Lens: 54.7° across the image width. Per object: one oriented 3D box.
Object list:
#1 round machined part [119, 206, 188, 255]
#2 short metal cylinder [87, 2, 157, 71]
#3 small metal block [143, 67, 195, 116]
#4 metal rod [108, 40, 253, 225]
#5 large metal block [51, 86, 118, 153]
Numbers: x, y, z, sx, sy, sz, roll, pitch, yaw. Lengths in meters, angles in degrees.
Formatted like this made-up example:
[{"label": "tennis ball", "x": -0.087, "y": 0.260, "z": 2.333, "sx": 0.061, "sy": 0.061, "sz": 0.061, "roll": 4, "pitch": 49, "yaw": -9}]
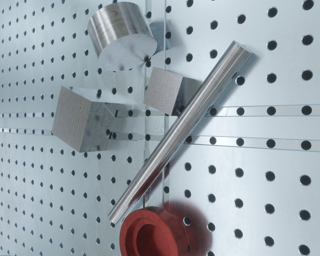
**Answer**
[{"label": "round machined part", "x": -0.003, "y": 0.150, "z": 0.399, "sx": 0.098, "sy": 0.042, "sz": 0.097, "roll": 0, "pitch": 90, "yaw": 39}, {"label": "short metal cylinder", "x": -0.050, "y": -0.119, "z": 0.413, "sx": 0.080, "sy": 0.081, "sz": 0.050, "roll": -33, "pitch": 70, "yaw": 35}, {"label": "small metal block", "x": 0.010, "y": -0.047, "z": 0.399, "sx": 0.050, "sy": 0.025, "sz": 0.050, "roll": 26, "pitch": 106, "yaw": 36}, {"label": "metal rod", "x": 0.012, "y": 0.023, "z": 0.397, "sx": 0.025, "sy": 0.025, "sz": 0.298, "roll": 50, "pitch": 119, "yaw": 28}, {"label": "large metal block", "x": -0.120, "y": -0.015, "z": 0.490, "sx": 0.080, "sy": 0.050, "sz": 0.079, "roll": 26, "pitch": 106, "yaw": 36}]
